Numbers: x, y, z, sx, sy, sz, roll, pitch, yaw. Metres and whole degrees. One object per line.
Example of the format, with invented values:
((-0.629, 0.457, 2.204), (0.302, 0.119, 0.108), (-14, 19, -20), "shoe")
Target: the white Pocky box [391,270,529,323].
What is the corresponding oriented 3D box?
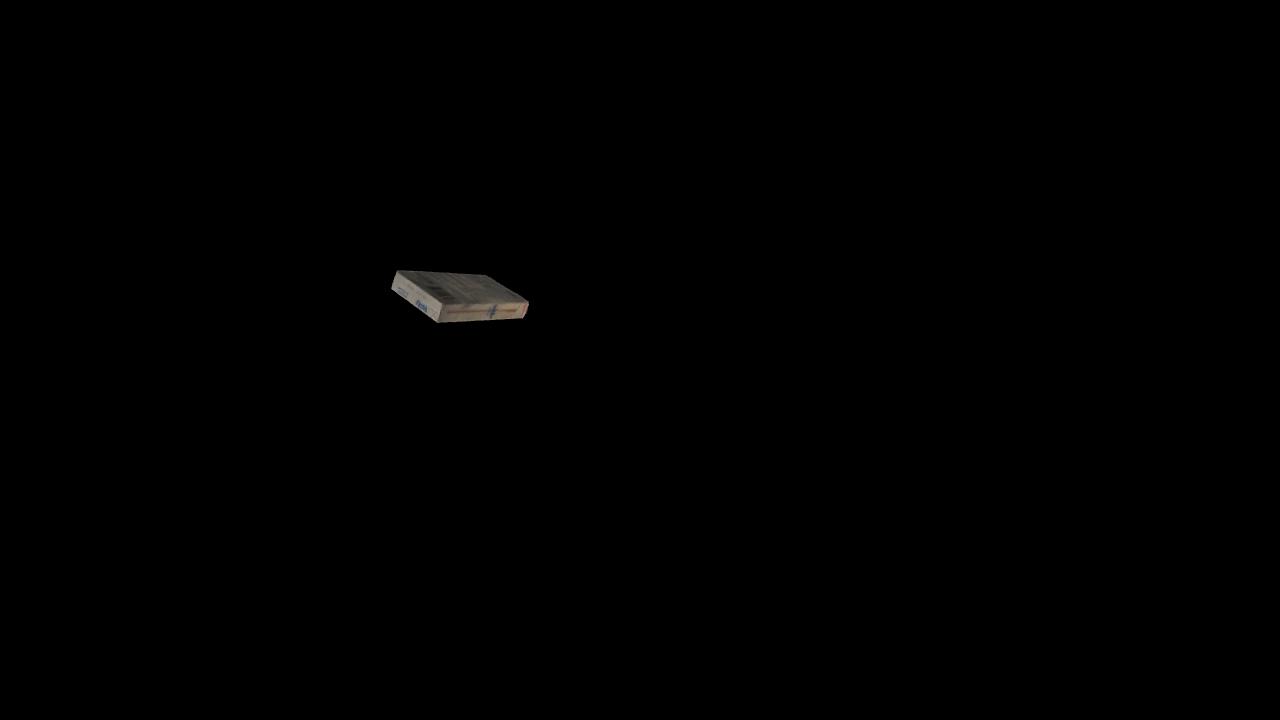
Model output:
((-0.216, -0.079, 0.756), (0.084, 0.028, 0.154), (32, 19, 21), "white Pocky box")
